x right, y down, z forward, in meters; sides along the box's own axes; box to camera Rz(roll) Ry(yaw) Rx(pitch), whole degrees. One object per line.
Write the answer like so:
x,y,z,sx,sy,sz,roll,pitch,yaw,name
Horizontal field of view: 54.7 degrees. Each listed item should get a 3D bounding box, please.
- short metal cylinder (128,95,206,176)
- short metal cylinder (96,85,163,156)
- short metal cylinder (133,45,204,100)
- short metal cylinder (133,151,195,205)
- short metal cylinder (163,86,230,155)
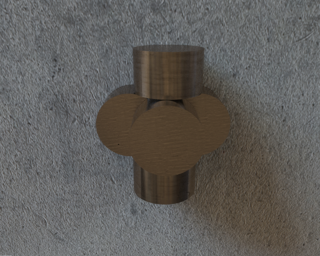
0.007,0.006,0.346,0.081,0.050,0.079,0,110,-1,short metal cylinder
-0.036,-0.011,0.393,0.081,0.050,0.079,0,110,-1,short metal cylinder
0.010,-0.067,0.358,0.081,0.080,0.050,0,110,-1,short metal cylinder
0.006,0.055,0.403,0.081,0.080,0.050,0,110,-1,short metal cylinder
0.044,-0.011,0.394,0.081,0.050,0.079,0,110,-1,short metal cylinder
